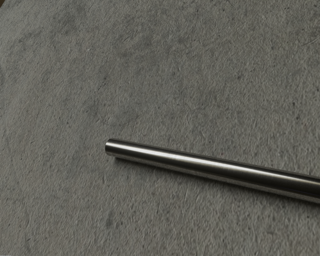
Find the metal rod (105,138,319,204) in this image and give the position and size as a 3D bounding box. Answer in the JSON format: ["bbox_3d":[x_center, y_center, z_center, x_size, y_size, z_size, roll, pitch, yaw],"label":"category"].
[{"bbox_3d":[0.060,0.045,0.345,0.300,0.025,0.025,9,66,32],"label":"metal rod"}]
